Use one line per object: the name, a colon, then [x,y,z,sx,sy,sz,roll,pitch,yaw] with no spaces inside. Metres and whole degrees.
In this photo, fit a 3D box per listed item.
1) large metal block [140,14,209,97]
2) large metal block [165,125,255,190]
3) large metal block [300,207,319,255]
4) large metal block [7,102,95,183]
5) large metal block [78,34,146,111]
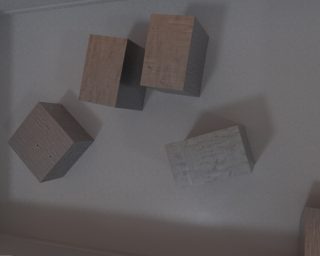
large metal block: [0.021,-0.083,0.373,0.050,0.080,0.079,10,93,19]
large metal block: [0.061,0.032,0.359,0.080,0.080,0.050,-16,85,19]
large metal block: [0.187,0.132,0.313,0.080,0.050,0.080,5,61,19]
large metal block: [-0.158,0.020,0.451,0.080,0.050,0.080,46,104,14]
large metal block: [-0.054,-0.068,0.399,0.050,0.080,0.079,12,94,19]
